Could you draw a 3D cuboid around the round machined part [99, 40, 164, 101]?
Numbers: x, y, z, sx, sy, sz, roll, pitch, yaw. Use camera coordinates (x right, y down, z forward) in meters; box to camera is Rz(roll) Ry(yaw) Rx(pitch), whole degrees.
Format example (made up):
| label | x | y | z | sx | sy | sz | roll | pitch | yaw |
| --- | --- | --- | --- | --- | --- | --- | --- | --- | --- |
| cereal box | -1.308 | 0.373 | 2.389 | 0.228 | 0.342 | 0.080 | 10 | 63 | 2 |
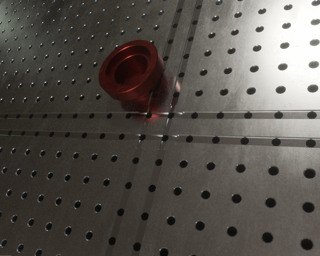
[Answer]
| label | x | y | z | sx | sy | sz | roll | pitch | yaw |
| --- | --- | --- | --- | --- | --- | --- | --- | --- | --- |
| round machined part | -0.039 | -0.081 | 0.466 | 0.098 | 0.042 | 0.098 | -13 | 56 | 20 |
